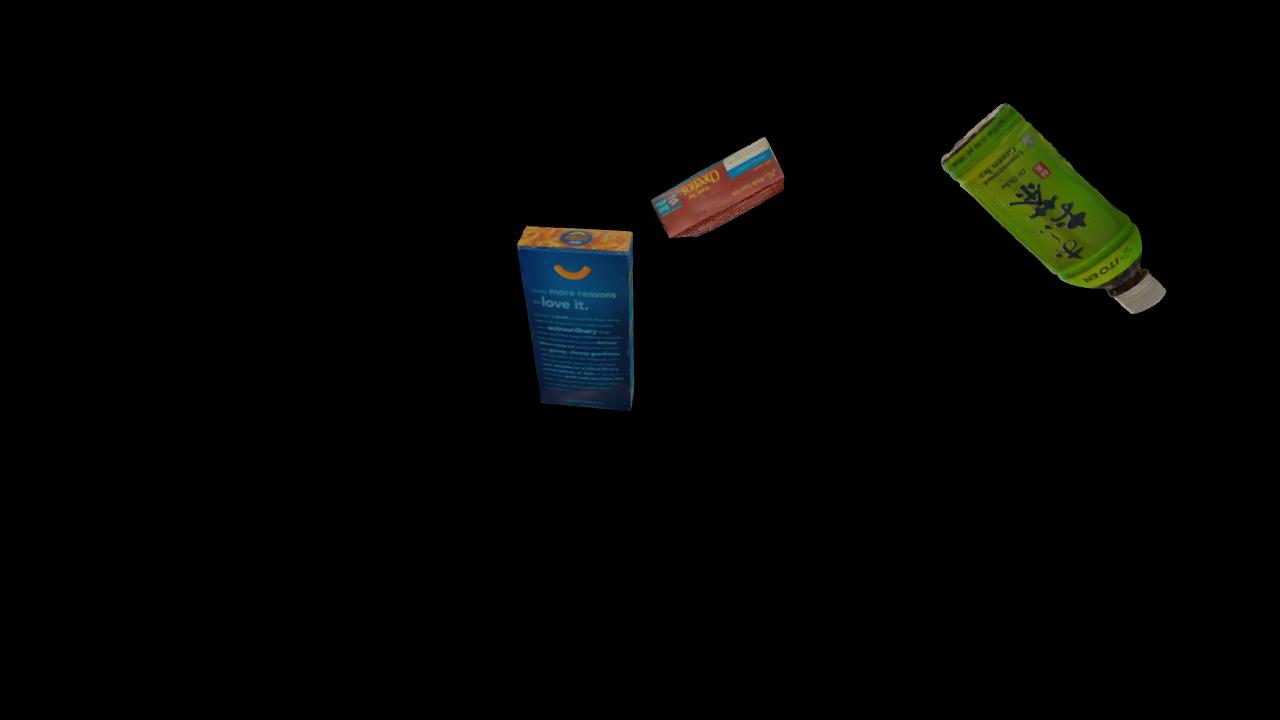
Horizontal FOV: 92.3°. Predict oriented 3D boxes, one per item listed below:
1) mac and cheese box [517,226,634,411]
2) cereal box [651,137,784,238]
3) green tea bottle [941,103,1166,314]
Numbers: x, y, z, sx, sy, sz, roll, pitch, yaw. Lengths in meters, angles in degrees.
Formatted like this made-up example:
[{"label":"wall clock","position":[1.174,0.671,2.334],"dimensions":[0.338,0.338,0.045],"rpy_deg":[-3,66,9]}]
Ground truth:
[{"label":"mac and cheese box","position":[-0.052,-0.031,0.558],"dimensions":[0.093,0.184,0.041],"rpy_deg":[5,43,5]},{"label":"cereal box","position":[0.150,-0.295,1.092],"dimensions":[0.203,0.081,0.306],"rpy_deg":[-26,4,17]},{"label":"green tea bottle","position":[0.363,-0.125,0.535],"dimensions":[0.212,0.073,0.073],"rpy_deg":[45,-2,2]}]
